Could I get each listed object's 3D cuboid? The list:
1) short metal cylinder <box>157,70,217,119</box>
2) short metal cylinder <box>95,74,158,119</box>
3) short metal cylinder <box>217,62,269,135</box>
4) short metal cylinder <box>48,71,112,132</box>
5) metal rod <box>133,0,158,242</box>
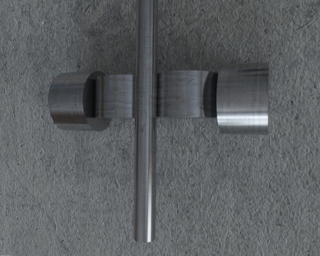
[{"bbox_3d":[0.033,-0.037,0.369,0.080,0.080,0.050,1,91,20],"label":"short metal cylinder"},{"bbox_3d":[-0.042,-0.037,0.396,0.080,0.080,0.050,1,91,20],"label":"short metal cylinder"},{"bbox_3d":[0.096,-0.032,0.347,0.050,0.080,0.080,1,90,20],"label":"short metal cylinder"},{"bbox_3d":[-0.103,-0.036,0.417,0.050,0.080,0.080,1,90,20],"label":"short metal cylinder"},{"bbox_3d":[-0.016,-0.024,0.350,0.025,0.025,0.298,1,90,20],"label":"metal rod"}]
